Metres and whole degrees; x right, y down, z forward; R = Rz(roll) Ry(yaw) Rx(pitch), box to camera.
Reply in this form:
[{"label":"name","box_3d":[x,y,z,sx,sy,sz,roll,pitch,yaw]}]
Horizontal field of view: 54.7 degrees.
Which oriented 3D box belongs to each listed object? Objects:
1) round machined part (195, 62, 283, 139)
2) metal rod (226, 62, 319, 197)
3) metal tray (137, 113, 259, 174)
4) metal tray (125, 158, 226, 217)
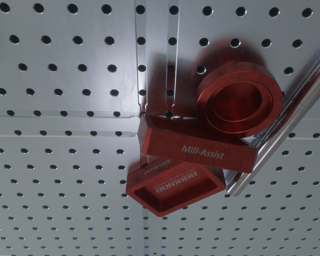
[{"label":"round machined part","box_3d":[0.091,-0.036,0.371,0.099,0.042,0.097,0,130,0]},{"label":"metal rod","box_3d":[0.166,-0.008,0.406,0.025,0.025,0.298,15,129,-13]},{"label":"metal tray","box_3d":[0.041,0.016,0.381,0.131,0.090,0.030,12,101,-10]},{"label":"metal tray","box_3d":[0.024,0.085,0.480,0.130,0.030,0.090,-30,124,23]}]
